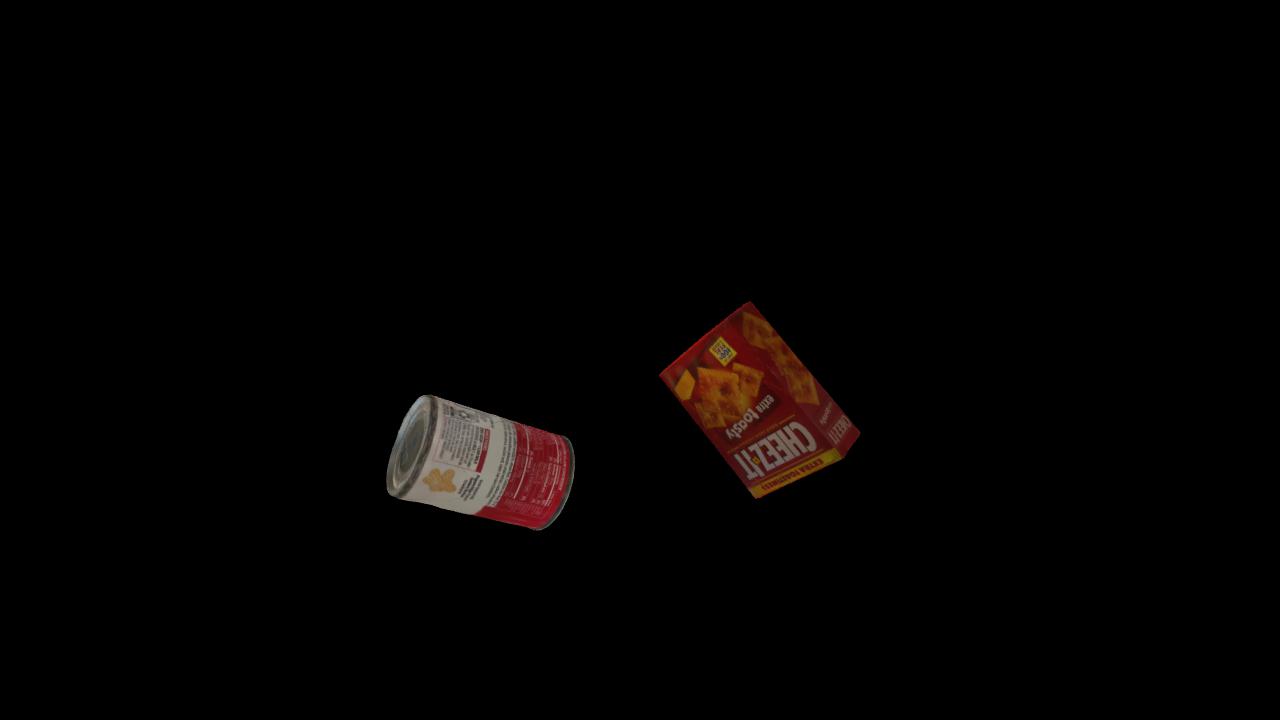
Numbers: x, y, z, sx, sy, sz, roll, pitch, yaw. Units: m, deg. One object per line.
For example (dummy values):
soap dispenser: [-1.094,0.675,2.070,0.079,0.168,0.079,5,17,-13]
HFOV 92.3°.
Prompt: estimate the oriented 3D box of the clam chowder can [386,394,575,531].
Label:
clam chowder can: [-0.103,0.068,0.404,0.102,0.068,0.068,24,-13,-32]

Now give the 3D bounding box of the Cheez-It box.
Cheez-It box: [0.150,0.058,0.816,0.071,0.223,0.166,-36,-4,-42]
